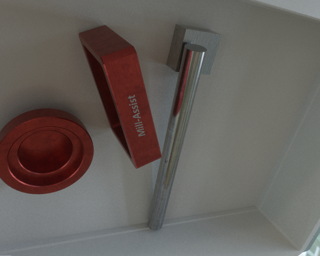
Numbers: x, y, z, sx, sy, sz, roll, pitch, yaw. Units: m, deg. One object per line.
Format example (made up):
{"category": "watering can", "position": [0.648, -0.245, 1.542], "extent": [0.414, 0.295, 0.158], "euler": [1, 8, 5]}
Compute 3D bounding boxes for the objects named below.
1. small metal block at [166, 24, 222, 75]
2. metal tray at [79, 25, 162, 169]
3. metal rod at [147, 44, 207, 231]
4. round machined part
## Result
{"category": "small metal block", "position": [0.040, -0.094, 0.374], "extent": [0.050, 0.025, 0.050], "euler": [-1, 119, -29]}
{"category": "metal tray", "position": [-0.041, -0.032, 0.325], "extent": [0.030, 0.090, 0.129], "euler": [-24, 127, -14]}
{"category": "metal rod", "position": [0.016, 0.034, 0.421], "extent": [0.025, 0.025, 0.298], "euler": [-7, 127, -25]}
{"category": "round machined part", "position": [-0.127, 0.022, 0.342], "extent": [0.099, 0.042, 0.097], "euler": [-14, 125, -21]}
